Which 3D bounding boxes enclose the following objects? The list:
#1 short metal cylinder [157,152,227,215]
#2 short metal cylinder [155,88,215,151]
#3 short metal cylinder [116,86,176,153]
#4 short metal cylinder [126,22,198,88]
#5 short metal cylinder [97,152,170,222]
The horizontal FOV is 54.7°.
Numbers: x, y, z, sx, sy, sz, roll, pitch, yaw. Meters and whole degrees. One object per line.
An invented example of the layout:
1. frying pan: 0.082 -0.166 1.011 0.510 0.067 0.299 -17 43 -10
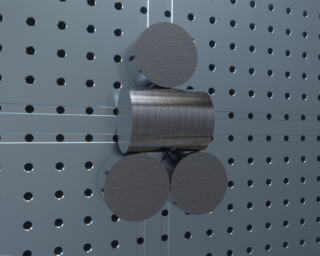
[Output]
1. short metal cylinder: 0.042 0.070 0.415 0.081 0.050 0.079 0 90 -21
2. short metal cylinder: 0.027 -0.010 0.395 0.050 0.080 0.079 0 90 -20
3. short metal cylinder: -0.020 -0.010 0.377 0.050 0.080 0.079 0 90 -20
4. short metal cylinder: 0.001 -0.089 0.400 0.081 0.050 0.079 0 90 -21
5. short metal cylinder: -0.034 0.070 0.387 0.081 0.050 0.079 0 90 -21
